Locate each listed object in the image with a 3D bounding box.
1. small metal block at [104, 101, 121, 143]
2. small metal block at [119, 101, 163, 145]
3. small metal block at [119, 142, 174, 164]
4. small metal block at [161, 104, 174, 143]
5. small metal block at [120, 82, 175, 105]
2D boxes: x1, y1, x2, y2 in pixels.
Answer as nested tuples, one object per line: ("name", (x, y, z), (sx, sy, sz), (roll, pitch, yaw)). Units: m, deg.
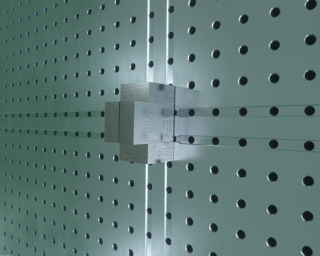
("small metal block", (-0.043, -0.007, 0.396), (0.025, 0.050, 0.050), (2, 92, 40))
("small metal block", (-0.022, -0.006, 0.380), (0.025, 0.050, 0.050), (3, 92, 41))
("small metal block", (-0.017, 0.030, 0.408), (0.050, 0.050, 0.025), (2, 91, 40))
("small metal block", (-0.009, -0.007, 0.417), (0.050, 0.025, 0.050), (2, 92, 41))
("small metal block", (-0.016, -0.044, 0.407), (0.050, 0.050, 0.025), (3, 92, 40))
